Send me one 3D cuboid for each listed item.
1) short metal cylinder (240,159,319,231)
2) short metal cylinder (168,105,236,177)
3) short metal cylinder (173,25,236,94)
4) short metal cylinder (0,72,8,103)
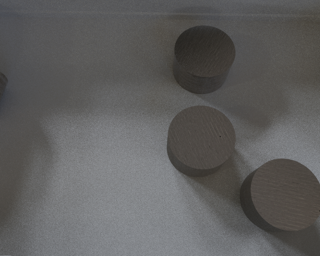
[{"bbox_3d":[0.141,0.081,0.369,0.081,0.050,0.080,0,70,0],"label":"short metal cylinder"},{"bbox_3d":[0.049,0.018,0.390,0.081,0.050,0.080,0,70,0],"label":"short metal cylinder"},{"bbox_3d":[0.059,-0.094,0.432,0.081,0.050,0.080,0,70,0],"label":"short metal cylinder"},{"bbox_3d":[-0.246,-0.052,0.396,0.080,0.080,0.050,10,71,3],"label":"short metal cylinder"}]
